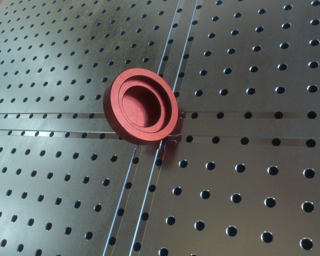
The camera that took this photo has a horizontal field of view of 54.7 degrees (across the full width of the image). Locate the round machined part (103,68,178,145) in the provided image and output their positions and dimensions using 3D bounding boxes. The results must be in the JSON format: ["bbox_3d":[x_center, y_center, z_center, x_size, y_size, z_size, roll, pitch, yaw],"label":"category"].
[{"bbox_3d":[-0.028,-0.025,0.401,0.042,0.099,0.098,-27,44,52],"label":"round machined part"}]
